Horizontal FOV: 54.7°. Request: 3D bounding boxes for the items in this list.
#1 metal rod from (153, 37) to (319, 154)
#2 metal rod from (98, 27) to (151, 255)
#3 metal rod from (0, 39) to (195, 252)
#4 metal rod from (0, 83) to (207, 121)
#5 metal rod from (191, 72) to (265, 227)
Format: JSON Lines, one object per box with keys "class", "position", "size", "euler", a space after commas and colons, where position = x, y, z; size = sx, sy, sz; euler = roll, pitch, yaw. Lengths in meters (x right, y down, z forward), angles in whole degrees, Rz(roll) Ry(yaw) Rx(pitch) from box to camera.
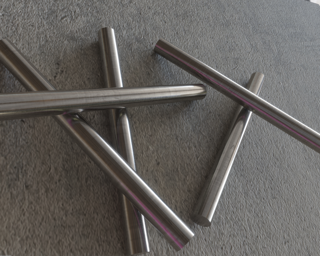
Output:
{"class": "metal rod", "position": [0.123, -0.049, 0.470], "size": [0.301, 0.025, 0.025], "euler": [33, 51, 4]}
{"class": "metal rod", "position": [-0.049, -0.004, 0.379], "size": [0.025, 0.025, 0.299], "euler": [3, 61, -27]}
{"class": "metal rod", "position": [-0.080, 0.009, 0.333], "size": [0.300, 0.025, 0.025], "euler": [45, 51, 11]}
{"class": "metal rod", "position": [-0.046, -0.036, 0.364], "size": [0.302, 0.025, 0.025], "euler": [-10, 67, -44]}
{"class": "metal rod", "position": [0.111, 0.010, 0.457], "size": [0.025, 0.025, 0.301], "euler": [36, 51, -4]}
